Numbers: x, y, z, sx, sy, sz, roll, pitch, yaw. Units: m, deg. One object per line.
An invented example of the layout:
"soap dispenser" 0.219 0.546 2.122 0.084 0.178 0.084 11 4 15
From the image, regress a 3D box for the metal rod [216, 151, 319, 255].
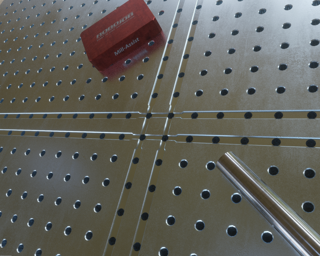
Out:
"metal rod" 0.150 0.124 0.253 0.025 0.025 0.300 -41 51 0

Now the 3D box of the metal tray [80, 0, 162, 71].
"metal tray" -0.071 -0.168 0.543 0.130 0.030 0.090 -31 52 7
